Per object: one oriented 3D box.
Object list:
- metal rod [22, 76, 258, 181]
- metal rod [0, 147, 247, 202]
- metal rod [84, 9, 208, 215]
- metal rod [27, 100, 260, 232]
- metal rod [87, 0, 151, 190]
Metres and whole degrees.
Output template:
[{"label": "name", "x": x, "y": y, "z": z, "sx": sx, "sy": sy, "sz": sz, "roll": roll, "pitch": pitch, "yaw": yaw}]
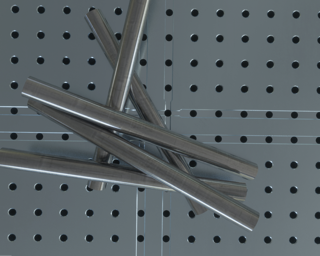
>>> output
[{"label": "metal rod", "x": -0.013, "y": 0.006, "z": 0.381, "sx": 0.302, "sy": 0.025, "sz": 0.025, "roll": 21, "pitch": 90, "yaw": -13}, {"label": "metal rod", "x": -0.044, "y": 0.059, "z": 0.384, "sx": 0.302, "sy": 0.025, "sz": 0.025, "roll": 9, "pitch": 90, "yaw": -3}, {"label": "metal rod", "x": -0.016, "y": -0.021, "z": 0.413, "sx": 0.025, "sy": 0.025, "sz": 0.299, "roll": -29, "pitch": 90, "yaw": 0}, {"label": "metal rod", "x": -0.025, "y": 0.036, "z": 0.368, "sx": 0.301, "sy": 0.025, "sz": 0.025, "roll": 28, "pitch": 90, "yaw": 7}, {"label": "metal rod", "x": -0.047, "y": -0.064, "z": 0.387, "sx": 0.025, "sy": 0.025, "sz": 0.298, "roll": 15, "pitch": 100, "yaw": -1}]
